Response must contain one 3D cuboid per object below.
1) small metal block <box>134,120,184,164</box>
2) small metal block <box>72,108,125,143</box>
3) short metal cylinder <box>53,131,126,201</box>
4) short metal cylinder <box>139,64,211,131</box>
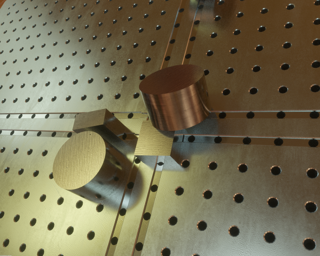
[{"bbox_3d":[0.000,0.017,0.398,0.050,0.025,0.050,-2,61,27],"label":"small metal block"},{"bbox_3d":[-0.085,0.000,0.437,0.050,0.050,0.025,-10,58,23],"label":"small metal block"},{"bbox_3d":[-0.092,0.051,0.410,0.080,0.050,0.080,-13,56,21],"label":"short metal cylinder"},{"bbox_3d":[0.020,-0.039,0.386,0.080,0.050,0.080,-13,31,8],"label":"short metal cylinder"}]
